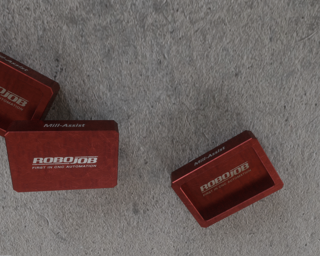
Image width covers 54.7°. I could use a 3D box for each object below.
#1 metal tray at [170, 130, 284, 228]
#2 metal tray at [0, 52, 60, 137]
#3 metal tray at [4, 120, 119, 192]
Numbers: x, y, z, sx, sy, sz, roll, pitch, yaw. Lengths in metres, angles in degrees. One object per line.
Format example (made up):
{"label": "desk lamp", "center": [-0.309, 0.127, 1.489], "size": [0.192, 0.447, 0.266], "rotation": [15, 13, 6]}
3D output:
{"label": "metal tray", "center": [0.092, 0.073, 0.434], "size": [0.130, 0.030, 0.090], "rotation": [-31, 107, 10]}
{"label": "metal tray", "center": [-0.206, -0.045, 0.388], "size": [0.131, 0.030, 0.090], "rotation": [29, 107, -10]}
{"label": "metal tray", "center": [-0.121, 0.036, 0.399], "size": [0.131, 0.030, 0.089], "rotation": [-1, 119, -12]}
